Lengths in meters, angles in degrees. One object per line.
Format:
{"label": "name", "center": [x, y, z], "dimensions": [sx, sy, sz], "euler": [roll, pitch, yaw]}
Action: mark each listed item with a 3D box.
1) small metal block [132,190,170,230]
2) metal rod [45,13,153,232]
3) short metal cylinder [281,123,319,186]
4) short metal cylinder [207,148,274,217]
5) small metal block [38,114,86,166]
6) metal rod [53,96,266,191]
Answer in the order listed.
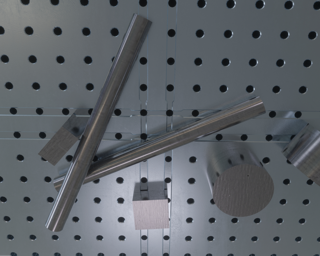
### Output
{"label": "small metal block", "center": [-0.013, 0.121, 0.458], "dimensions": [0.050, 0.025, 0.050], "euler": [-3, 110, 1]}
{"label": "metal rod", "center": [-0.083, 0.002, 0.395], "dimensions": [0.025, 0.025, 0.298], "euler": [24, 102, -9]}
{"label": "short metal cylinder", "center": [0.207, 0.038, 0.400], "dimensions": [0.080, 0.080, 0.050], "euler": [34, 107, -12]}
{"label": "short metal cylinder", "center": [0.109, 0.074, 0.428], "dimensions": [0.081, 0.050, 0.079], "euler": [0, 110, 0]}
{"label": "small metal block", "center": [-0.125, 0.014, 0.404], "dimensions": [0.025, 0.050, 0.050], "euler": [41, 105, -14]}
{"label": "metal rod", "center": [-0.006, 0.025, 0.422], "dimensions": [0.301, 0.025, 0.025], "euler": [-22, 109, 7]}
